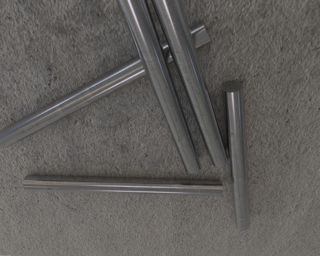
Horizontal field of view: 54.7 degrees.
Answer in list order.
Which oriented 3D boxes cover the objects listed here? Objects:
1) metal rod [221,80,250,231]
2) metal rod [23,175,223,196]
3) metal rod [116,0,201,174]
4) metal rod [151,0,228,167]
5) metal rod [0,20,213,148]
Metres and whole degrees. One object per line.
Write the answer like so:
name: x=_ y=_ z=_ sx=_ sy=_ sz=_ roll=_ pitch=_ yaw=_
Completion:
metal rod: x=0.117 y=0.062 z=0.460 sx=0.025 sy=0.025 sz=0.299 roll=-10 pitch=130 yaw=8
metal rod: x=-0.055 y=0.090 z=0.482 sx=0.302 sy=0.025 sz=0.025 roll=2 pitch=130 yaw=-2
metal rod: x=0.007 y=-0.037 z=0.347 sx=0.025 sy=0.025 sz=0.299 roll=-13 pitch=138 yaw=10
metal rod: x=0.038 y=-0.047 z=0.340 sx=0.025 sy=0.025 sz=0.299 roll=-15 pitch=137 yaw=12
metal rod: x=-0.081 y=-0.043 z=0.369 sx=0.300 sy=0.025 sz=0.025 roll=-24 pitch=126 yaw=19
